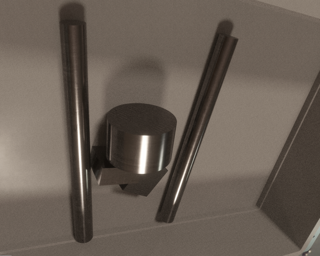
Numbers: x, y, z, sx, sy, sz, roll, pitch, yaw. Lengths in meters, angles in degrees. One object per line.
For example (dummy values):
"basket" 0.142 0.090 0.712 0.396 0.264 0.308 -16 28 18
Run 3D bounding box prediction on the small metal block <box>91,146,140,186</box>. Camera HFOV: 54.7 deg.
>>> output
"small metal block" -0.057 0.046 0.391 0.050 0.050 0.025 1 118 -29

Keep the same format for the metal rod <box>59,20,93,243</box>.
"metal rod" -0.097 0.027 0.373 0.025 0.025 0.298 -9 123 -24

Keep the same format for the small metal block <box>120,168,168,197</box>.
"small metal block" -0.025 0.065 0.432 0.050 0.025 0.050 -52 138 8

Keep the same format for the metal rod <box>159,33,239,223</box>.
"metal rod" 0.048 0.016 0.446 0.025 0.025 0.298 1 118 -30

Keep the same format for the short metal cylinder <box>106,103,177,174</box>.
"short metal cylinder" -0.023 0.010 0.368 0.081 0.080 0.050 -8 122 -25
